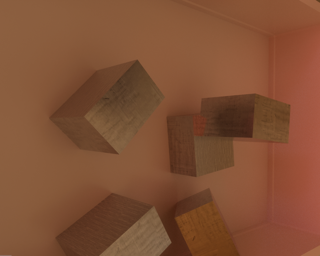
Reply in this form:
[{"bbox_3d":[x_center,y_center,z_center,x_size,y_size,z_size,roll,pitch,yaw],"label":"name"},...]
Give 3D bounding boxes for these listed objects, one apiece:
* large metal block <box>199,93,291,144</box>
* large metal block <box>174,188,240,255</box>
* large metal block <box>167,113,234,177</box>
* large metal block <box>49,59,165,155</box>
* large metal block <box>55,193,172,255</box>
[{"bbox_3d":[0.109,-0.010,0.399,0.081,0.080,0.050,8,85,-40],"label":"large metal block"},{"bbox_3d":[0.061,0.132,0.403,0.050,0.080,0.080,-26,87,5],"label":"large metal block"},{"bbox_3d":[0.059,0.020,0.442,0.081,0.050,0.079,-7,95,-40],"label":"large metal block"},{"bbox_3d":[-0.056,-0.021,0.325,0.050,0.080,0.080,52,59,-28],"label":"large metal block"},{"bbox_3d":[-0.050,0.120,0.331,0.081,0.080,0.050,-36,113,-34],"label":"large metal block"}]
